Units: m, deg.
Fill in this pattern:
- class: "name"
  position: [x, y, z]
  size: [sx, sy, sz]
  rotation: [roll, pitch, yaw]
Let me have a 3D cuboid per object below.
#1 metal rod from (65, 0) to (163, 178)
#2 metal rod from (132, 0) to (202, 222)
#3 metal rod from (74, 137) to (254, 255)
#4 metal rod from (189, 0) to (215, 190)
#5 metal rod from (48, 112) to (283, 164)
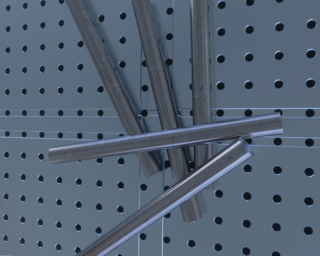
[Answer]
- class: "metal rod"
  position: [-0.070, -0.072, 0.436]
  size: [0.025, 0.025, 0.299]
  rotation: [-28, 81, 17]
- class: "metal rod"
  position: [0.008, -0.028, 0.408]
  size: [0.025, 0.025, 0.298]
  rotation: [-15, 85, 19]
- class: "metal rod"
  position: [-0.011, 0.108, 0.394]
  size: [0.299, 0.025, 0.025]
  rotation: [-40, 78, 23]
- class: "metal rod"
  position: [0.052, -0.074, 0.393]
  size: [0.025, 0.025, 0.298]
  rotation: [-2, 89, 19]
- class: "metal rod"
  position: [-0.008, 0.016, 0.386]
  size: [0.301, 0.025, 0.025]
  rotation: [-9, 87, 19]
